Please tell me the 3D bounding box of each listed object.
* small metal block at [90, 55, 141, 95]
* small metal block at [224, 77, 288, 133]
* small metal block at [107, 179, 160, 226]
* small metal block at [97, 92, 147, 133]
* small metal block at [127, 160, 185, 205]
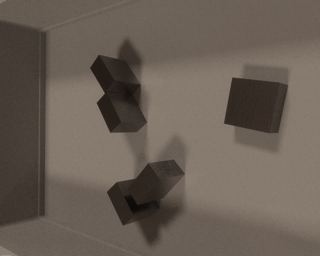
[{"bbox_3d":[-0.063,-0.074,0.440,0.025,0.050,0.050,-47,62,29],"label":"small metal block"},{"bbox_3d":[0.100,-0.024,0.324,0.050,0.025,0.050,15,99,38],"label":"small metal block"},{"bbox_3d":[-0.036,0.097,0.418,0.025,0.050,0.050,-46,63,30],"label":"small metal block"},{"bbox_3d":[-0.053,-0.021,0.432,0.025,0.050,0.050,-42,65,32],"label":"small metal block"},{"bbox_3d":[-0.004,0.068,0.392,0.025,0.050,0.050,52,120,27],"label":"small metal block"}]
